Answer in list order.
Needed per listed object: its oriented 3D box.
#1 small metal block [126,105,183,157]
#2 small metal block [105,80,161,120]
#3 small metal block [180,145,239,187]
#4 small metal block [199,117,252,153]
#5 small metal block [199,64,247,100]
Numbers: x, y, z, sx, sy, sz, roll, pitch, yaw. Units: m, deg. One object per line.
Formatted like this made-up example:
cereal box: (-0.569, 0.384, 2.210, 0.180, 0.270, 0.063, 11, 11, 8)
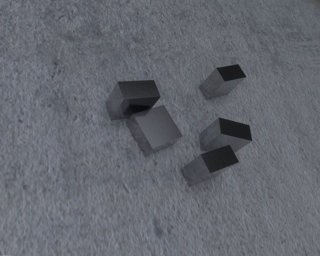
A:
small metal block: (-0.007, 0.003, 0.400, 0.050, 0.025, 0.050, -20, 73, -36)
small metal block: (-0.035, -0.035, 0.392, 0.050, 0.050, 0.025, -8, 66, -32)
small metal block: (0.063, 0.048, 0.394, 0.050, 0.050, 0.025, -14, 69, -34)
small metal block: (0.090, 0.013, 0.430, 0.050, 0.050, 0.025, 13, 57, -22)
small metal block: (0.098, -0.072, 0.487, 0.050, 0.050, 0.025, -16, 71, -35)
